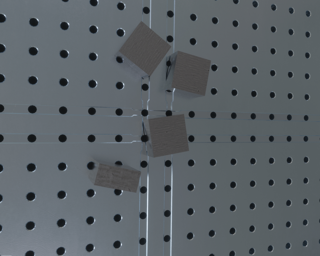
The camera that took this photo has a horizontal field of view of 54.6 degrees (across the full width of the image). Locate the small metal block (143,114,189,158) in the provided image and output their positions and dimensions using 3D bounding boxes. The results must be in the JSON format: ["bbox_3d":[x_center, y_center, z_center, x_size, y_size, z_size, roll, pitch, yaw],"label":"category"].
[{"bbox_3d":[0.008,0.010,0.415,0.050,0.025,0.050,-9,93,-20],"label":"small metal block"}]

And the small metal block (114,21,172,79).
[{"bbox_3d":[-0.022,-0.100,0.404,0.050,0.025,0.050,37,78,-16],"label":"small metal block"}]

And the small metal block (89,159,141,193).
[{"bbox_3d":[-0.056,0.058,0.379,0.050,0.050,0.025,15,85,-20],"label":"small metal block"}]

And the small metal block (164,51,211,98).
[{"bbox_3d":[0.038,-0.073,0.426,0.050,0.025,0.050,12,86,-20],"label":"small metal block"}]
